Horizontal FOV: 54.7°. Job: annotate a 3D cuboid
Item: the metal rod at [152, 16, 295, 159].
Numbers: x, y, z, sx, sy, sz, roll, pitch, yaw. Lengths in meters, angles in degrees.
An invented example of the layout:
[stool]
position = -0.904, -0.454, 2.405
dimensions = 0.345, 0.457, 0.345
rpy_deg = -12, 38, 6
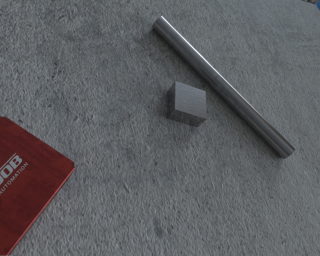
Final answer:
[metal rod]
position = 0.100, -0.067, 0.500
dimensions = 0.300, 0.025, 0.025
rpy_deg = 46, 51, 3

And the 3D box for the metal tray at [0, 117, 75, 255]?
[metal tray]
position = -0.153, 0.061, 0.281
dimensions = 0.090, 0.030, 0.130
rpy_deg = 35, 51, -5

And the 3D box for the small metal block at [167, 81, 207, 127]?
[small metal block]
position = 0.039, -0.034, 0.447
dimensions = 0.050, 0.025, 0.050
rpy_deg = 16, 55, -20
